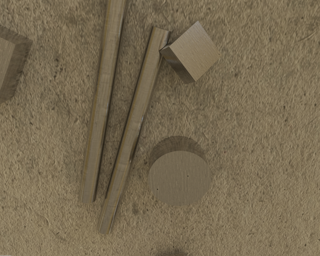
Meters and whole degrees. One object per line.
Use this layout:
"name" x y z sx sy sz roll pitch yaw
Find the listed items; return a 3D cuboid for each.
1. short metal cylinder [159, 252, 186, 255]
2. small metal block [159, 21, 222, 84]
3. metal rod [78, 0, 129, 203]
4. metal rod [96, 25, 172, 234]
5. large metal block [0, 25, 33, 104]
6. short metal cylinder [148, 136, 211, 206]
"short metal cylinder" 0.019 0.233 0.467 0.050 0.080 0.079 -10 110 4
"small metal block" 0.037 -0.088 0.365 0.050 0.025 0.050 -46 108 -18
"metal rod" -0.074 -0.036 0.395 0.025 0.025 0.298 11 110 -4
"metal rod" -0.041 0.017 0.415 0.025 0.025 0.298 15 109 -6
"large metal block" -0.210 -0.082 0.364 0.080 0.050 0.080 25 108 -9
"short metal cylinder" 0.025 0.057 0.418 0.081 0.050 0.079 0 110 0
